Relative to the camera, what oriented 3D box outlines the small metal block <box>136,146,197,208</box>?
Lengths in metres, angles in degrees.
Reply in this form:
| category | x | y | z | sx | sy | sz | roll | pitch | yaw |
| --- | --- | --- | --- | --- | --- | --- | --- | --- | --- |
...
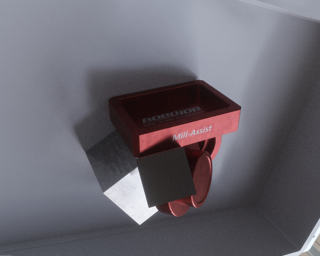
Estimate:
| category | x | y | z | sx | sy | sz | roll | pitch | yaw |
| --- | --- | --- | --- | --- | --- | --- | --- | --- | --- |
| small metal block | 0.006 | 0.050 | 0.322 | 0.050 | 0.025 | 0.050 | -15 | 87 | -5 |

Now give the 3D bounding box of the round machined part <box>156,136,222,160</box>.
| category | x | y | z | sx | sy | sz | roll | pitch | yaw |
| --- | --- | --- | --- | --- | --- | --- | --- | --- | --- |
| round machined part | 0.033 | 0.018 | 0.428 | 0.099 | 0.042 | 0.097 | -14 | 125 | -21 |

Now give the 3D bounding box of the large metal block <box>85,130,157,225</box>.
| category | x | y | z | sx | sy | sz | roll | pitch | yaw |
| --- | --- | --- | --- | --- | --- | --- | --- | --- | --- |
| large metal block | -0.040 | 0.060 | 0.388 | 0.050 | 0.080 | 0.080 | -38 | 130 | -3 |

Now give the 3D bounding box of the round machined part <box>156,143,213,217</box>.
| category | x | y | z | sx | sy | sz | roll | pitch | yaw |
| --- | --- | --- | --- | --- | --- | --- | --- | --- | --- |
| round machined part | 0.033 | 0.059 | 0.377 | 0.099 | 0.042 | 0.097 | -21 | 114 | -59 |

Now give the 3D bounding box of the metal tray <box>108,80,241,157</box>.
| category | x | y | z | sx | sy | sz | roll | pitch | yaw |
| --- | --- | --- | --- | --- | --- | --- | --- | --- | --- |
| metal tray | 0.016 | -0.017 | 0.364 | 0.131 | 0.090 | 0.030 | -14 | 125 | -21 |
